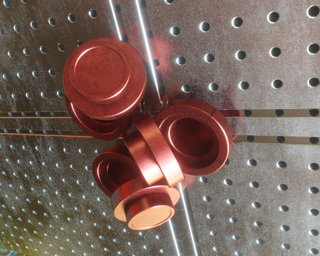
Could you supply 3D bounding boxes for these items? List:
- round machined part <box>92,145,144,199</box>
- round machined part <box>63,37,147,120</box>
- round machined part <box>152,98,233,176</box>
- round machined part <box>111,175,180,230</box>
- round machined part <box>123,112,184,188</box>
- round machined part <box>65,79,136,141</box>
[{"bbox_3d":[-0.050,0.066,0.467,0.098,0.042,0.097,13,124,21],"label":"round machined part"},{"bbox_3d":[-0.065,-0.061,0.362,0.098,0.042,0.098,0,82,2],"label":"round machined part"},{"bbox_3d":[0.041,0.007,0.383,0.098,0.042,0.097,13,124,21],"label":"round machined part"},{"bbox_3d":[-0.017,0.110,0.441,0.099,0.042,0.098,-13,142,-11],"label":"round machined part"},{"bbox_3d":[-0.012,0.032,0.388,0.042,0.098,0.098,-29,107,-6],"label":"round machined part"},{"bbox_3d":[-0.075,-0.035,0.418,0.098,0.042,0.097,13,124,21],"label":"round machined part"}]
